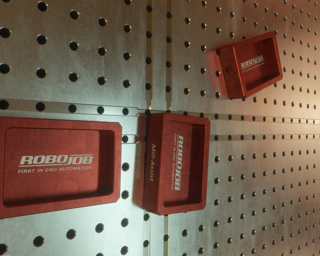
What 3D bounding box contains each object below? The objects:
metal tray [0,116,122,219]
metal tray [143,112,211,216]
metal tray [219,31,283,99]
[{"bbox_3d":[-0.103,0.036,0.318,0.131,0.030,0.090,2,89,-40],"label":"metal tray"},{"bbox_3d":[0.025,0.048,0.425,0.091,0.030,0.129,6,86,-40],"label":"metal tray"},{"bbox_3d":[0.162,-0.111,0.539,0.131,0.030,0.090,-26,106,-37],"label":"metal tray"}]
